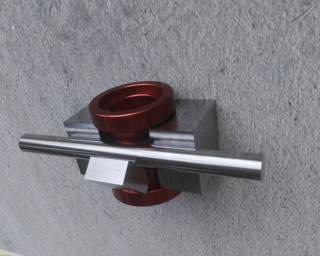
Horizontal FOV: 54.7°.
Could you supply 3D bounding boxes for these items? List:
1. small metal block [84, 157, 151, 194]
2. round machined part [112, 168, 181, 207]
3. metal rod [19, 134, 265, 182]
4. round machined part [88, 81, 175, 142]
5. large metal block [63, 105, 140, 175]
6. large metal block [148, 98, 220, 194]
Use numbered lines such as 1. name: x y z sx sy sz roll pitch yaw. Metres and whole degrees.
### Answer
1. small metal block: -0.046 0.053 0.344 0.050 0.025 0.050 3 160 29
2. round machined part: -0.017 0.055 0.404 0.098 0.098 0.042 5 115 26
3. metal rod: -0.042 0.028 0.344 0.301 0.025 0.025 3 120 26
4. round machined part: -0.030 -0.018 0.366 0.098 0.098 0.042 4 121 26
5. large metal block: -0.073 0.010 0.418 0.050 0.080 0.079 4 120 26
6. large metal block: 0.034 0.018 0.366 0.050 0.080 0.079 4 120 26
